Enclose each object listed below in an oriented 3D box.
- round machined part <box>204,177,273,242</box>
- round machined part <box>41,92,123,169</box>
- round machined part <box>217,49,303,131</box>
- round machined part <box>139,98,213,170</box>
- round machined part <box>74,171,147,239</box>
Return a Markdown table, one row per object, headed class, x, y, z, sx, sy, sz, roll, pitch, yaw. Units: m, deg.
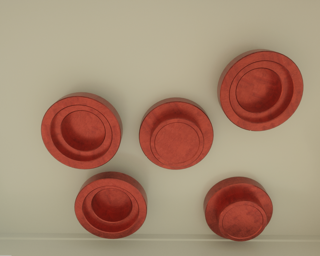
| class | x | y | z | sx | sy | sz | roll | pitch | yaw |
| --- | --- | --- | --- | --- | --- | --- | --- | --- | --- |
| round machined part | 0.115 | 0.124 | 0.449 | 0.099 | 0.042 | 0.097 | 0 | 110 | 0 |
| round machined part | -0.097 | 0.001 | 0.402 | 0.099 | 0.042 | 0.097 | 0 | 110 | 0 |
| round machined part | 0.120 | -0.048 | 0.385 | 0.099 | 0.042 | 0.097 | 0 | 110 | 0 |
| round machined part | 0.021 | 0.012 | 0.407 | 0.099 | 0.042 | 0.097 | 0 | 110 | 0 |
| round machined part | -0.067 | 0.104 | 0.440 | 0.099 | 0.042 | 0.097 | 0 | 110 | 0 |
